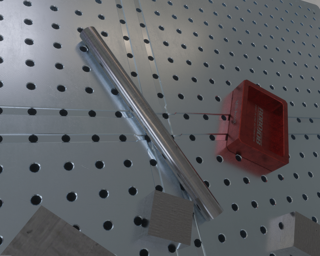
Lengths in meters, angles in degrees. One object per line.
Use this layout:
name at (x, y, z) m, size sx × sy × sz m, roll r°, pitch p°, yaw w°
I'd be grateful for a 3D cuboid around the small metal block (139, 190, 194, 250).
small metal block at (0.008, 0.104, 0.349) m, size 0.050 × 0.025 × 0.050 m, roll 21°, pitch 54°, yaw -16°

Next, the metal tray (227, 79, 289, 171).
metal tray at (0.158, -0.007, 0.493) m, size 0.090 × 0.030 × 0.130 m, roll 26°, pitch 53°, yaw -13°

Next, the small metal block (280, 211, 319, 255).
small metal block at (0.193, 0.149, 0.421) m, size 0.050 × 0.025 × 0.050 m, roll 30°, pitch 52°, yaw -9°

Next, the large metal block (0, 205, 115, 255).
large metal block at (-0.086, 0.117, 0.255) m, size 0.080 × 0.080 × 0.050 m, roll 36°, pitch 51°, yaw -4°

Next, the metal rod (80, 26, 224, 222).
metal rod at (-0.017, -0.013, 0.406) m, size 0.025 × 0.025 × 0.299 m, roll -27°, pitch 76°, yaw -37°
